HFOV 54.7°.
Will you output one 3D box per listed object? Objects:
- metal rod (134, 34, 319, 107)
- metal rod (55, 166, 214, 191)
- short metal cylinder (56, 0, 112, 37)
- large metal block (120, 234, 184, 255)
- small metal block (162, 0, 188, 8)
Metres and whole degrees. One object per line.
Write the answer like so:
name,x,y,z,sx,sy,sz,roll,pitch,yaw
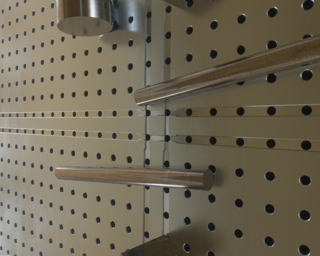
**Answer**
metal rod,0.088,-0.063,0.335,0.300,0.025,0.025,-10,84,39
metal rod,-0.060,0.070,0.456,0.300,0.025,0.025,-5,87,39
short metal cylinder,-0.113,-0.176,0.465,0.080,0.081,0.050,-6,87,39
large metal block,-0.020,0.191,0.388,0.050,0.081,0.079,41,115,32
small metal block,0.023,-0.177,0.373,0.050,0.050,0.025,-28,73,36
